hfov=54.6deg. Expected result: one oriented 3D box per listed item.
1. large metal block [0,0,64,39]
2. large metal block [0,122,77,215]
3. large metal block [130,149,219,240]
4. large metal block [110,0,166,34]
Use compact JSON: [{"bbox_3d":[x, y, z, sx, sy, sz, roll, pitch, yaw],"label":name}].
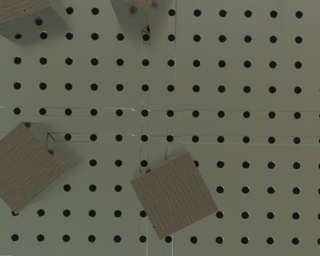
[{"bbox_3d":[-0.183,-0.172,0.400,0.080,0.050,0.080,-19,90,0],"label":"large metal block"},{"bbox_3d":[-0.171,0.049,0.400,0.080,0.050,0.080,-42,90,0],"label":"large metal block"},{"bbox_3d":[0.018,0.082,0.401,0.080,0.050,0.080,-27,90,0],"label":"large metal block"},{"bbox_3d":[-0.019,-0.176,0.386,0.050,0.080,0.080,25,90,0],"label":"large metal block"}]
